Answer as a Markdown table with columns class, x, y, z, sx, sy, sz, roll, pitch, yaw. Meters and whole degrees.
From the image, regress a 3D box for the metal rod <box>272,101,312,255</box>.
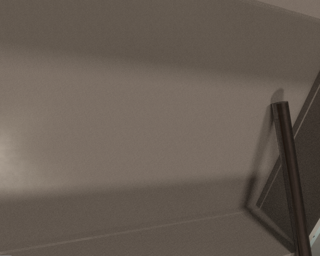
| class | x | y | z | sx | sy | sz | roll | pitch | yaw |
| --- | --- | --- | --- | --- | --- | --- | --- | --- | --- |
| metal rod | 0.222 | 0.104 | 0.513 | 0.025 | 0.025 | 0.298 | -15 | 98 | -21 |
